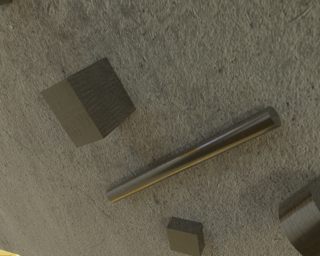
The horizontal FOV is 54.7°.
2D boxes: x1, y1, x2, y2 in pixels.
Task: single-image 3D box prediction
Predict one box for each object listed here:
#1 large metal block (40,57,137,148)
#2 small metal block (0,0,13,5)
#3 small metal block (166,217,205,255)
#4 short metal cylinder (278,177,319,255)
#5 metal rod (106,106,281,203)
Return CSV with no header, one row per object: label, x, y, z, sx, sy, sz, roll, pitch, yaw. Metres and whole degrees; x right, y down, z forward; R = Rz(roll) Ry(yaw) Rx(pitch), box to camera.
large metal block,-0.087,-0.034,0.394,0.050,0.080,0.080,-18,109,35
small metal block,-0.213,-0.195,0.396,0.050,0.025,0.050,40,129,0
small metal block,0.041,0.173,0.491,0.050,0.025,0.050,5,121,25
short metal cylinder,0.180,0.101,0.339,0.080,0.080,0.050,36,129,4
metal rod,0.022,0.050,0.424,0.299,0.025,0.025,-32,101,37
